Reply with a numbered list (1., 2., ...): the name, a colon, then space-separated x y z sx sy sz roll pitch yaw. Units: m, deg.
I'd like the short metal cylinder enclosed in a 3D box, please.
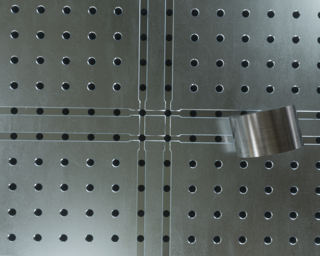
1. short metal cylinder: 0.132 0.003 0.388 0.080 0.080 0.050 -12 90 0
